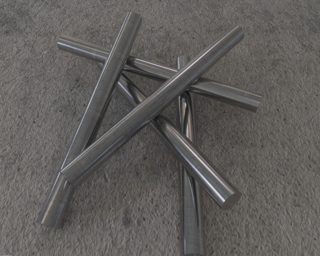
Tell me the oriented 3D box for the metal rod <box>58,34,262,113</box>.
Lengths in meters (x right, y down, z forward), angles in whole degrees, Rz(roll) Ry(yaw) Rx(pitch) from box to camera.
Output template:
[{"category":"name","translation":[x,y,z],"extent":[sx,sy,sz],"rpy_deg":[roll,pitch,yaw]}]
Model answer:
[{"category":"metal rod","translation":[-0.010,-0.081,0.435],"extent":[0.301,0.025,0.025],"rpy_deg":[20,53,14]}]

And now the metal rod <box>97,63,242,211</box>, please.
[{"category":"metal rod","translation":[-0.009,-0.015,0.393],"extent":[0.025,0.025,0.300],"rpy_deg":[-25,48,-20]}]

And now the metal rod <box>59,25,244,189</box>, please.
[{"category":"metal rod","translation":[0.007,-0.041,0.377],"extent":[0.025,0.025,0.301],"rpy_deg":[35,64,26]}]

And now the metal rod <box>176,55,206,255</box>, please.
[{"category":"metal rod","translation":[0.035,0.010,0.394],"extent":[0.025,0.025,0.300],"rpy_deg":[1,50,1]}]

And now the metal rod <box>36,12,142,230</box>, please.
[{"category":"metal rod","translation":[-0.077,-0.029,0.383],"extent":[0.025,0.025,0.300],"rpy_deg":[12,64,10]}]
